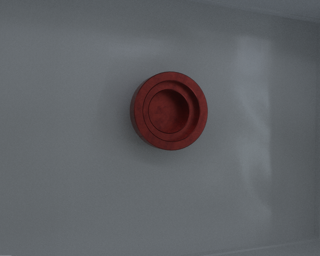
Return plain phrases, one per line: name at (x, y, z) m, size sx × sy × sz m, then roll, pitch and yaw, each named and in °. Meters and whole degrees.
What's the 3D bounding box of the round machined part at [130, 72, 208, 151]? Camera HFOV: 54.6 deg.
round machined part at (0.008, -0.021, 0.401) m, size 0.099 × 0.042 × 0.097 m, roll 0°, pitch 90°, yaw -20°
